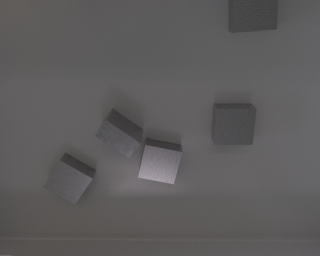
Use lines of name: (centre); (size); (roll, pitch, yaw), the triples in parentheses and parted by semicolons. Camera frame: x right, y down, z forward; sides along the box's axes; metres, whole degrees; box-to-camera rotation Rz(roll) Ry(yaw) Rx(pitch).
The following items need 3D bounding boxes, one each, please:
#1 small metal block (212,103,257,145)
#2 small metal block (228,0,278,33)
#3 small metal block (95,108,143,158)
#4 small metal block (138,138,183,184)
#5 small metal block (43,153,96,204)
small metal block: (0.097, -0.005, 0.410); (0.050, 0.025, 0.050); (0, 110, 0)
small metal block: (0.108, -0.139, 0.361); (0.050, 0.025, 0.050); (-5, 110, 1)
small metal block: (-0.051, 0.006, 0.399); (0.050, 0.050, 0.025); (35, 106, -12)
small metal block: (0.000, 0.045, 0.428); (0.050, 0.025, 0.050); (11, 110, -5)
small metal block: (-0.127, 0.071, 0.436); (0.050, 0.025, 0.050); (32, 107, -11)
